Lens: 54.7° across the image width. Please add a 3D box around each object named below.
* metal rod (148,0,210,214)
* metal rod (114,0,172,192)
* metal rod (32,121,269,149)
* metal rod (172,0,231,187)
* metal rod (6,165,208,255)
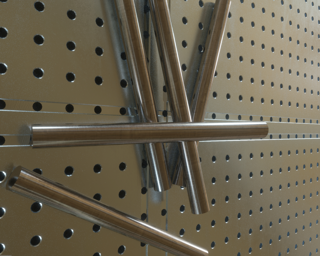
[{"bbox_3d":[0.025,-0.034,0.412,0.025,0.025,0.298,-14,93,-40],"label":"metal rod"},{"bbox_3d":[-0.025,-0.064,0.389,0.025,0.025,0.298,-19,102,-39],"label":"metal rod"},{"bbox_3d":[0.009,0.005,0.373,0.303,0.025,0.025,-1,91,-26],"label":"metal rod"},{"bbox_3d":[0.064,-0.060,0.465,0.025,0.025,0.299,24,75,-38],"label":"metal rod"},{"bbox_3d":[-0.038,0.119,0.379,0.301,0.025,0.025,36,68,-35],"label":"metal rod"}]
